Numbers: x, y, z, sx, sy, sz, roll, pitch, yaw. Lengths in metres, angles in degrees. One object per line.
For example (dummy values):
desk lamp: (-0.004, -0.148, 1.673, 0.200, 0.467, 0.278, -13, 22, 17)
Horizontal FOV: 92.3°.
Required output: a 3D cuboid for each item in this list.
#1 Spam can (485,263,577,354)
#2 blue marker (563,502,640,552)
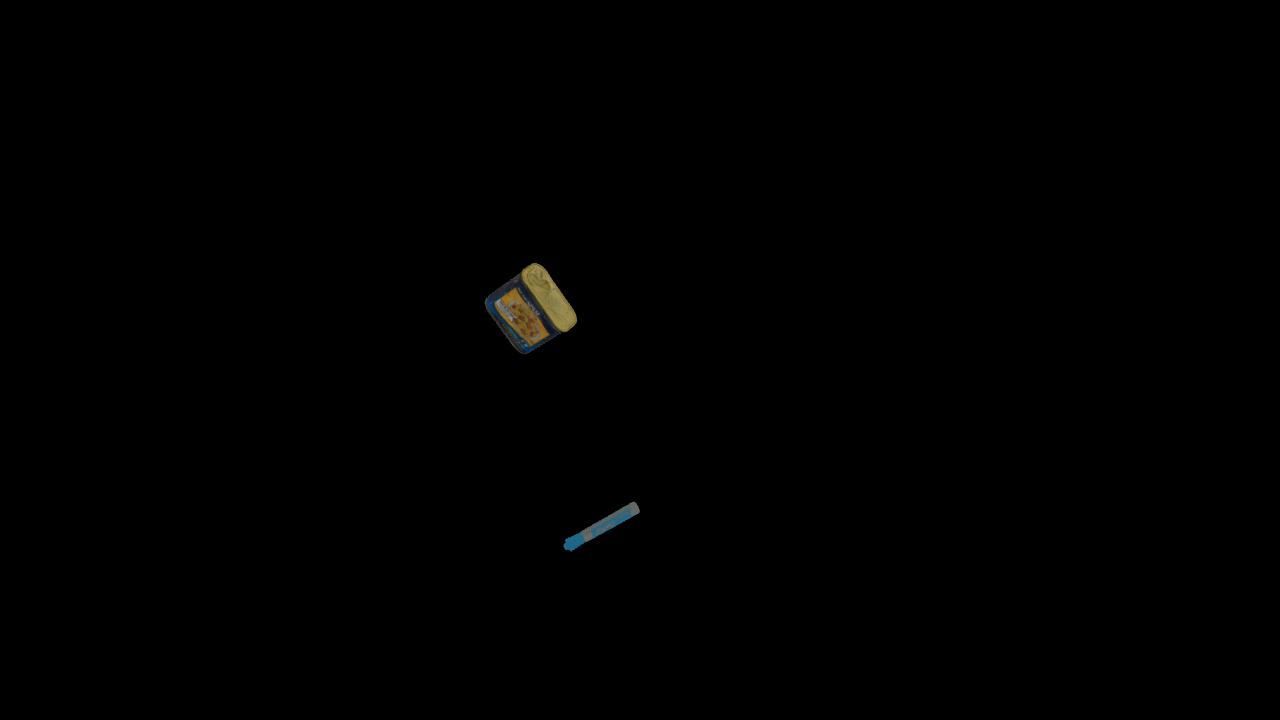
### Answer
Spam can: (-0.152, -0.068, 0.850, 0.085, 0.101, 0.058, -29, 11, 31)
blue marker: (-0.055, 0.239, 0.884, 0.121, 0.020, 0.020, -24, 10, -25)
